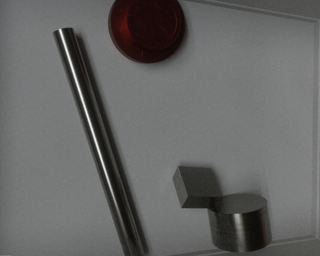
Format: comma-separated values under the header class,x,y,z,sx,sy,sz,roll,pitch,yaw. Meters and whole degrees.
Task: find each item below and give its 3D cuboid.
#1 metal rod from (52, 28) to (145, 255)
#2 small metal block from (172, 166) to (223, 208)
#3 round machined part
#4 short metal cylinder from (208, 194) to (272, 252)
class,x,y,z,sx,sy,sz,roll,pitch,yaw
metal rod,-0.073,0.027,0.384,0.025,0.025,0.298,-19,97,-19
small metal block,0.049,0.079,0.415,0.050,0.050,0.025,6,129,-20
round machined part,-0.013,-0.131,0.390,0.099,0.042,0.097,-3,100,-19
short metal cylinder,0.108,0.127,0.423,0.081,0.080,0.050,-10,94,-20
